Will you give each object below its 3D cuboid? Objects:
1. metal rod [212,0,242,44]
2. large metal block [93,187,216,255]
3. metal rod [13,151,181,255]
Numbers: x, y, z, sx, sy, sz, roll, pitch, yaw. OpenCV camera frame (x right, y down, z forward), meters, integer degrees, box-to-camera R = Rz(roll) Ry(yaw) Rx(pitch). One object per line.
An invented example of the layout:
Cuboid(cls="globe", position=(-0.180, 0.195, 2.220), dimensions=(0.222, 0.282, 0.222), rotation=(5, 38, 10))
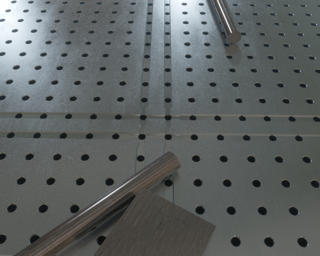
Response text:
Cuboid(cls="metal rod", position=(0.116, -0.272, 0.637), dimensions=(0.025, 0.025, 0.300), rotation=(-4, 50, -4))
Cuboid(cls="large metal block", position=(-0.003, 0.117, 0.293), dimensions=(0.080, 0.050, 0.080), rotation=(24, 54, 19))
Cuboid(cls="metal rod", position=(-0.100, 0.112, 0.312), dimensions=(0.302, 0.025, 0.025), rotation=(-32, 57, -24))
